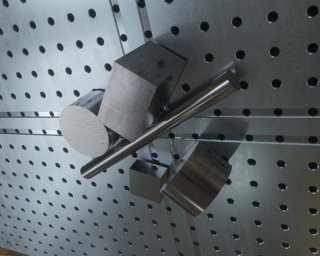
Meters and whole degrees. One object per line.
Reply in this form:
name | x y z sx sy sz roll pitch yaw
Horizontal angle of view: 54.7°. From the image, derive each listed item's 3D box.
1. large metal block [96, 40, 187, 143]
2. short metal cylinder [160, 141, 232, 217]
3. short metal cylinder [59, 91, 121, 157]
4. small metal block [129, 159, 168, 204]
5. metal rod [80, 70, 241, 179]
large metal block | -0.021 -0.043 0.355 0.050 0.080 0.079 32 129 7
short metal cylinder | 0.044 0.063 0.387 0.050 0.080 0.080 37 129 3
short metal cylinder | -0.093 -0.006 0.435 0.080 0.050 0.079 13 124 21
small metal block | -0.017 0.080 0.465 0.050 0.025 0.050 14 124 20
metal rod | -0.021 0.011 0.425 0.299 0.025 0.025 -32 101 38
